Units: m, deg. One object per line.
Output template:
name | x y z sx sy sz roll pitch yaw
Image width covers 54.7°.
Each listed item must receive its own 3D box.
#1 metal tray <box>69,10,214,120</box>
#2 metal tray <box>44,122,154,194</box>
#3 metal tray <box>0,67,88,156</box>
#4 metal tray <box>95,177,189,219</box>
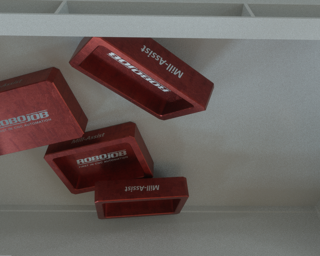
metal tray | -0.020 -0.056 0.326 0.131 0.030 0.090 30 160 -24
metal tray | -0.084 0.046 0.443 0.130 0.030 0.090 -13 129 10
metal tray | -0.170 -0.017 0.389 0.130 0.030 0.090 -13 129 10
metal tray | -0.029 0.107 0.468 0.131 0.030 0.090 -2 149 -8
